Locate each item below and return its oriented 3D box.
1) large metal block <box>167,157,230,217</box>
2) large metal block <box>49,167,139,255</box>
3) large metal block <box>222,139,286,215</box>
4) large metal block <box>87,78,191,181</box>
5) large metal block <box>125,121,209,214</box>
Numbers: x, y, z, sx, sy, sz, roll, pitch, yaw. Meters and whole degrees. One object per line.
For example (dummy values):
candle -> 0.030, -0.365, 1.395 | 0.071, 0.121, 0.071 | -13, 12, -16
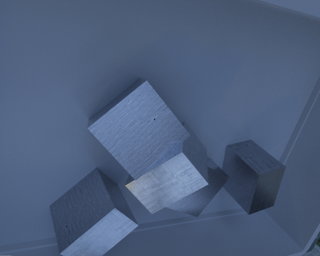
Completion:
large metal block -> 0.043, 0.079, 0.464 | 0.080, 0.050, 0.080 | 29, 103, -38
large metal block -> -0.086, 0.112, 0.395 | 0.080, 0.080, 0.050 | -40, 129, -1
large metal block -> 0.145, 0.077, 0.500 | 0.050, 0.080, 0.079 | -11, 123, -22
large metal block -> -0.026, -0.001, 0.361 | 0.080, 0.050, 0.080 | -40, 107, -1
large metal block -> 0.011, 0.047, 0.385 | 0.080, 0.080, 0.050 | -33, 108, 19
